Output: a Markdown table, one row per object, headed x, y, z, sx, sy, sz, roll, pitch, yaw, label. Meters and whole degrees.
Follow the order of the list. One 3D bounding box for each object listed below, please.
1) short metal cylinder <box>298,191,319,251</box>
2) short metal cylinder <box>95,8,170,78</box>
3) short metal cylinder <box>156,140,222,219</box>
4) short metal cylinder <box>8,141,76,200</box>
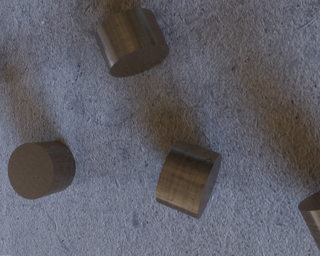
| x | y | z | sx | sy | sz | roll | pitch | yaw | label |
| --- | --- | --- | --- | --- | --- | --- | --- | --- | --- |
| 0.191 | 0.090 | 0.312 | 0.080 | 0.080 | 0.050 | -27 | 81 | 18 | short metal cylinder |
| -0.035 | -0.105 | 0.392 | 0.080 | 0.080 | 0.050 | -25 | 82 | 18 | short metal cylinder |
| 0.036 | 0.060 | 0.367 | 0.050 | 0.080 | 0.080 | 18 | 96 | 19 | short metal cylinder |
| -0.173 | 0.060 | 0.457 | 0.080 | 0.050 | 0.080 | 0 | 90 | 20 | short metal cylinder |
